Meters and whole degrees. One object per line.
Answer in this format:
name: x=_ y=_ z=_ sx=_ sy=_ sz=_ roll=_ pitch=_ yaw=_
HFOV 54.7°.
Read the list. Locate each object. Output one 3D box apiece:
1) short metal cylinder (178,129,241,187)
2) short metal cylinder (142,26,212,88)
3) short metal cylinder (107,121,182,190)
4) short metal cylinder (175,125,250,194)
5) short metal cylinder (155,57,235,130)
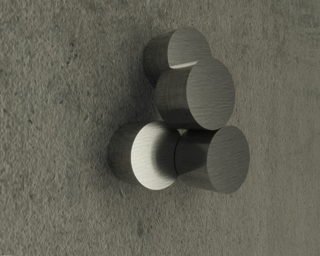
short metal cylinder: x=0.073 y=0.042 z=0.450 sx=0.081 sy=0.050 sz=0.080 roll=0 pitch=90 yaw=-40
short metal cylinder: x=0.024 y=-0.088 z=0.410 sx=0.081 sy=0.050 sz=0.080 roll=0 pitch=90 yaw=-40
short metal cylinder: x=-0.016 y=0.031 z=0.376 sx=0.081 sy=0.050 sz=0.080 roll=0 pitch=90 yaw=-40
short metal cylinder: x=0.065 y=0.037 z=0.378 sx=0.081 sy=0.050 sz=0.080 roll=0 pitch=90 yaw=-40
short metal cylinder: x=0.042 y=-0.038 z=0.359 sx=0.081 sy=0.050 sz=0.080 roll=0 pitch=90 yaw=-40
